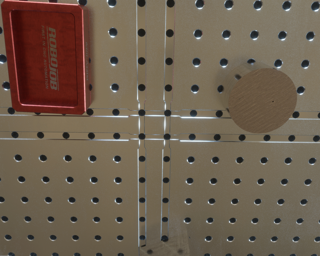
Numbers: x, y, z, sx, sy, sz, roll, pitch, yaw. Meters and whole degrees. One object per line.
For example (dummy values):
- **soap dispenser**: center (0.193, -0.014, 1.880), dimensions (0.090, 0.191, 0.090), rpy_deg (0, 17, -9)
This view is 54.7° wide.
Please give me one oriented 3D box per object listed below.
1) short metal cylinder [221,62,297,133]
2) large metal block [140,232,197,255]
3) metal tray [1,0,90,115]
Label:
- **short metal cylinder**: center (0.121, -0.039, 0.387), dimensions (0.081, 0.050, 0.079), rpy_deg (0, 110, -1)
- **large metal block**: center (0.021, 0.222, 0.482), dimensions (0.080, 0.050, 0.080), rpy_deg (-21, 109, 7)
- **metal tray**: center (-0.135, -0.084, 0.377), dimensions (0.091, 0.030, 0.129), rpy_deg (3, 110, -2)
